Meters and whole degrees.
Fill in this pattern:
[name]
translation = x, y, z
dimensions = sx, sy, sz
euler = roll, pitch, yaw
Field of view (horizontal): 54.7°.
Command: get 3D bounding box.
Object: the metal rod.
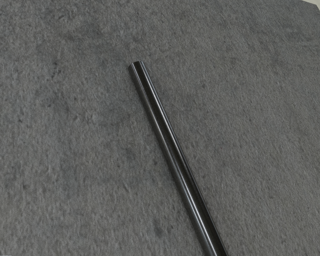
[metal rod]
translation = 0.021, 0.043, 0.390
dimensions = 0.025, 0.025, 0.299
euler = -10, 67, -33
